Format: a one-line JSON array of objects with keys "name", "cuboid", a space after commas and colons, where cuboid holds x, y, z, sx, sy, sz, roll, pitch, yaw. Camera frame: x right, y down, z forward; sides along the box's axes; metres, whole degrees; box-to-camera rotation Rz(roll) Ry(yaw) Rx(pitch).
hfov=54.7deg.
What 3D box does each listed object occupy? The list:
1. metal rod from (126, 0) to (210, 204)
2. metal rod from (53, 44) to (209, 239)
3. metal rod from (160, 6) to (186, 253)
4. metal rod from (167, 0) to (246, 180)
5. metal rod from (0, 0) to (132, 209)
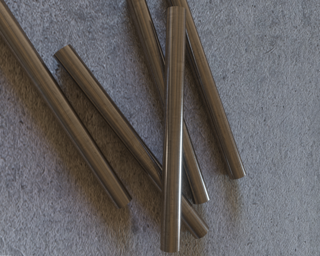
[{"name": "metal rod", "cuboid": [0.010, -0.040, 0.412, 0.025, 0.025, 0.298, -21, 97, -19]}, {"name": "metal rod", "cuboid": [-0.029, 0.026, 0.397, 0.025, 0.025, 0.299, -40, 103, -16]}, {"name": "metal rod", "cuboid": [0.017, 0.001, 0.387, 0.025, 0.025, 0.298, 2, 90, -20]}, {"name": "metal rod", "cuboid": [0.061, -0.069, 0.431, 0.025, 0.025, 0.299, -23, 98, -19]}, {"name": "metal rod", "cuboid": [-0.121, -0.031, 0.364, 0.025, 0.025, 0.299, -34, 101, -17]}]
